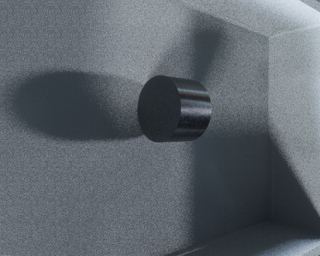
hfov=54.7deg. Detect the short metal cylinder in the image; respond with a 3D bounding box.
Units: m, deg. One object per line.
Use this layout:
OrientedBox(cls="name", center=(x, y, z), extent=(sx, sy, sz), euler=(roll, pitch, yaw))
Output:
OrientedBox(cls="short metal cylinder", center=(0.016, -0.023, 0.383), extent=(0.050, 0.080, 0.079), euler=(0, 90, -40))
